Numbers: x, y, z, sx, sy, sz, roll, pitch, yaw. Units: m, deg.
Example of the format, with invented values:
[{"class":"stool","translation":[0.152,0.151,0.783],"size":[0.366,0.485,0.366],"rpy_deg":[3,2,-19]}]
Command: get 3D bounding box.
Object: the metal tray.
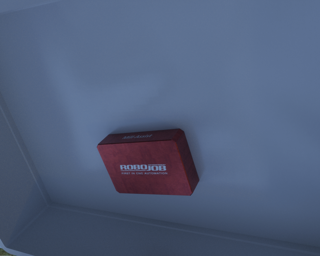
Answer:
[{"class":"metal tray","translation":[-0.018,0.051,0.445],"size":[0.130,0.030,0.090],"rpy_deg":[-5,116,30]}]
